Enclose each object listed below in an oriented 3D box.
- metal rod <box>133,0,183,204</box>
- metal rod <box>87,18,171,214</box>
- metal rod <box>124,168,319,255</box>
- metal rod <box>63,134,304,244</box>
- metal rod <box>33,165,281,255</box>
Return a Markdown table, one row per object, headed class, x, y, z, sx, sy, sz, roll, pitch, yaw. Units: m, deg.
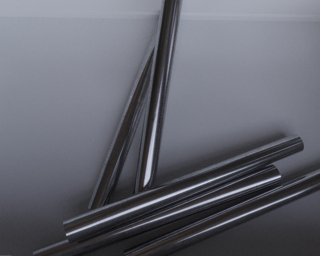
| class | x | y | z | sx | sy | sz | roll | pitch | yaw |
| --- | --- | --- | --- | --- | --- | --- | --- | --- | --- |
| metal rod | 0.000 | -0.055 | 0.377 | 0.025 | 0.025 | 0.298 | 9 | 90 | 3 |
| metal rod | -0.032 | -0.034 | 0.421 | 0.025 | 0.025 | 0.299 | 16 | 71 | 5 |
| metal rod | 0.103 | 0.100 | 0.374 | 0.302 | 0.025 | 0.025 | -20 | 72 | -8 |
| metal rod | 0.040 | 0.065 | 0.367 | 0.302 | 0.025 | 0.025 | -18 | 71 | -15 |
| metal rod | 0.003 | 0.104 | 0.371 | 0.302 | 0.025 | 0.025 | -18 | 71 | -7 |
